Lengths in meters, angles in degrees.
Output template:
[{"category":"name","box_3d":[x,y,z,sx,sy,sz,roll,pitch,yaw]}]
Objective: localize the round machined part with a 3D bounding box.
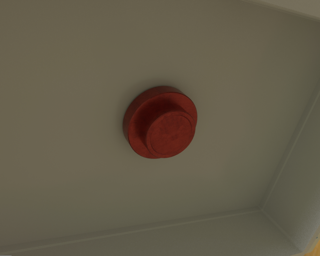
[{"category":"round machined part","box_3d":[0.006,-0.001,0.396,0.099,0.042,0.097,-14,124,-21]}]
